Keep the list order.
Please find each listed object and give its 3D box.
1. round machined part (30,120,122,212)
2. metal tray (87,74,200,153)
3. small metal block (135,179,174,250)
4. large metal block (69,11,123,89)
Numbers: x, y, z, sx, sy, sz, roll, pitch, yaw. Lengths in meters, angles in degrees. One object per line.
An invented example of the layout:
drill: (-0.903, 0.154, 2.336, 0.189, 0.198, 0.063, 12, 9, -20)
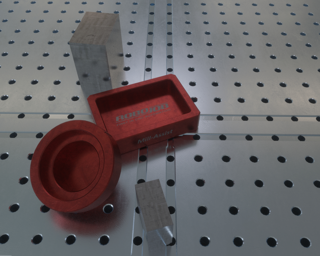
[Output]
round machined part: (-0.088, 0.043, 0.343, 0.098, 0.042, 0.098, -4, 72, 14)
metal tray: (-0.023, -0.021, 0.421, 0.131, 0.030, 0.090, -17, 52, -14)
small metal block: (-0.006, 0.089, 0.317, 0.025, 0.050, 0.050, -12, 51, -10)
large metal block: (-0.092, -0.117, 0.470, 0.050, 0.080, 0.080, 6, 50, 5)
